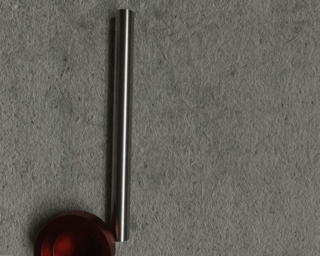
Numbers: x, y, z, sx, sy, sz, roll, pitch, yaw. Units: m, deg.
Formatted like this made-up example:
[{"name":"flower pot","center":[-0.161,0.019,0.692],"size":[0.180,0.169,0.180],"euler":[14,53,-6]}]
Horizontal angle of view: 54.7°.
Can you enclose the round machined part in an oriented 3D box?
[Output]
[{"name":"round machined part","center":[-0.105,0.154,0.397],"size":[0.099,0.042,0.097],"euler":[0,91,5]}]

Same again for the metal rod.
[{"name":"metal rod","center":[-0.050,-0.003,0.409],"size":[0.025,0.025,0.298],"euler":[1,90,0]}]
